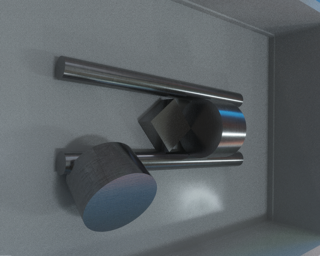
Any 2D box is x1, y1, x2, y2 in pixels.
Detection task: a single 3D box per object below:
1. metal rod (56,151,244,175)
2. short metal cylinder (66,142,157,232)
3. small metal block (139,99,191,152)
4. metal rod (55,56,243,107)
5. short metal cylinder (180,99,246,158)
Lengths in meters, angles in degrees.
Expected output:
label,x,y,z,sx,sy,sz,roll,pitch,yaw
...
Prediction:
label,x,y,z,sx,sy,sz,roll,pitch,yaw
metal rod,0.013,0.044,0.417,0.302,0.025,0.025,4,88,-40
short metal cylinder,-0.051,0.061,0.325,0.081,0.050,0.079,-21,135,-23
small metal block,0.007,-0.004,0.413,0.050,0.025,0.050,-45,118,-31
metal rod,0.012,-0.054,0.416,0.302,0.025,0.025,4,88,-40
short metal cylinder,0.071,0.001,0.431,0.050,0.080,0.079,2,89,-40
